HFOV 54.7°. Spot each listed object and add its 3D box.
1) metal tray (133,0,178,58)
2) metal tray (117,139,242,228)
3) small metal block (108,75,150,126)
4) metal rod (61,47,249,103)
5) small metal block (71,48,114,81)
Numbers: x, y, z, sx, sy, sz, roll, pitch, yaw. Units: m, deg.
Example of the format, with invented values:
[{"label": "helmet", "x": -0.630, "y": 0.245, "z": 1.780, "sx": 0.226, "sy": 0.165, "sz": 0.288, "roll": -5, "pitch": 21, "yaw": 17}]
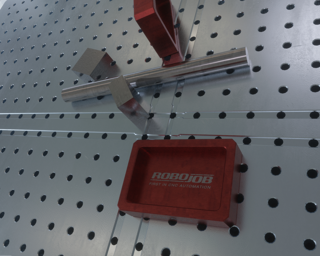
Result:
[{"label": "metal tray", "x": -0.007, "y": -0.186, "z": 0.484, "sx": 0.030, "sy": 0.090, "sz": 0.130, "roll": -17, "pitch": 55, "yaw": 19}, {"label": "metal tray", "x": 0.022, "y": 0.059, "z": 0.356, "sx": 0.130, "sy": 0.030, "sz": 0.090, "roll": -2, "pitch": 61, "yaw": 27}, {"label": "small metal block", "x": -0.044, "y": -0.039, "z": 0.439, "sx": 0.025, "sy": 0.050, "sz": 0.050, "roll": -33, "pitch": 52, "yaw": 7}, {"label": "metal rod", "x": -0.022, "y": -0.074, "z": 0.465, "sx": 0.300, "sy": 0.025, "sz": 0.025, "roll": -8, "pitch": 58, "yaw": 23}, {"label": "small metal block", "x": -0.116, "y": -0.108, "z": 0.536, "sx": 0.050, "sy": 0.025, "sz": 0.050, "roll": 21, "pitch": 73, "yaw": 36}]
